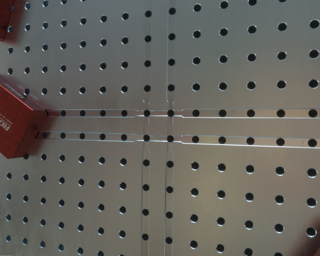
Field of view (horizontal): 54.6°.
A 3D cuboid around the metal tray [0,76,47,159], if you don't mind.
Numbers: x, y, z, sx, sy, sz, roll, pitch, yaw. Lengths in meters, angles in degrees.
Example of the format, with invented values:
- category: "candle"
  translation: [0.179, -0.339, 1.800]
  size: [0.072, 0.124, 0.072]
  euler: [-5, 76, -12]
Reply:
- category: "metal tray"
  translation: [-0.255, -0.022, 0.501]
  size: [0.130, 0.030, 0.090]
  euler: [34, 101, 16]

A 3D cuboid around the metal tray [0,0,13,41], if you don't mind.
- category: "metal tray"
  translation: [-0.312, -0.206, 0.521]
  size: [0.130, 0.030, 0.090]
  euler: [19, 96, 19]

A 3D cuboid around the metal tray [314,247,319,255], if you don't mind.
- category: "metal tray"
  translation: [0.205, 0.186, 0.304]
  size: [0.130, 0.030, 0.090]
  euler: [33, 100, 17]
